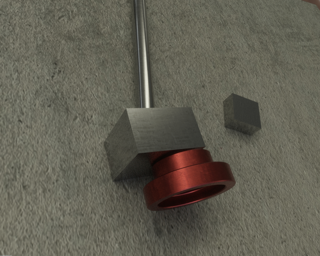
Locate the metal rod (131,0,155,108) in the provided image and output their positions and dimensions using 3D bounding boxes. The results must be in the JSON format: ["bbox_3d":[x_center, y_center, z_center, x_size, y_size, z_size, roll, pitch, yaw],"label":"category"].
[{"bbox_3d":[-0.030,-0.147,0.478,0.025,0.025,0.299,9,58,-24],"label":"metal rod"}]

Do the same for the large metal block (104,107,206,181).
[{"bbox_3d":[-0.009,0.019,0.353,0.081,0.080,0.050,-3,64,-30],"label":"large metal block"}]

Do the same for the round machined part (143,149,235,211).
[{"bbox_3d":[0.029,0.056,0.341,0.099,0.097,0.042,-2,63,-30],"label":"round machined part"}]

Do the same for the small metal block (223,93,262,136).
[{"bbox_3d":[0.129,-0.021,0.489,0.050,0.025,0.050,17,55,-19],"label":"small metal block"}]
